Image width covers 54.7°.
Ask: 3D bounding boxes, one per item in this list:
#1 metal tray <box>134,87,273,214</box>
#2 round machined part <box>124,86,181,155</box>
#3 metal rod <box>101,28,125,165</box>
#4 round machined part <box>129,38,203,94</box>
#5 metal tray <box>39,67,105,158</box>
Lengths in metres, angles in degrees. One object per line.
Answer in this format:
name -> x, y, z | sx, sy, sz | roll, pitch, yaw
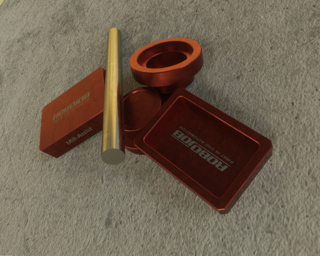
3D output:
metal tray -> 0.046, 0.021, 0.351 | 0.130, 0.030, 0.090 | 35, 81, 28
round machined part -> -0.021, -0.016, 0.416 | 0.098, 0.042, 0.098 | -13, 56, 21
metal rod -> -0.065, -0.068, 0.438 | 0.025, 0.025, 0.300 | -24, 40, 13
round machined part -> 0.011, -0.083, 0.426 | 0.098, 0.042, 0.098 | -9, 38, 7
metal tray -> -0.123, -0.023, 0.467 | 0.130, 0.030, 0.090 | -30, 49, 19
